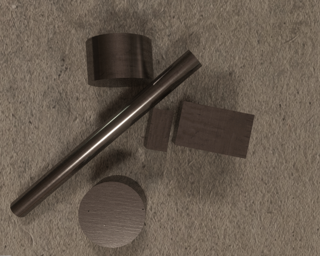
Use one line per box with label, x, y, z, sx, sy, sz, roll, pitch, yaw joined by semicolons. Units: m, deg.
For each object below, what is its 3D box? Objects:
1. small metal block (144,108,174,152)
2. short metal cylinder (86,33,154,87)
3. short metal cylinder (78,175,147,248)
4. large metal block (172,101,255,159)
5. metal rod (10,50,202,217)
small metal block;-0.003;0.002;0.396;0.025;0.050;0.050;10;90;-7
short metal cylinder;-0.049;-0.080;0.382;0.081;0.080;0.050;-3;90;-1
short metal cylinder;-0.058;0.104;0.397;0.081;0.050;0.079;0;90;-1
large metal block;0.061;0.002;0.383;0.080;0.080;0.050;11;90;-1
metal rod;-0.073;0.012;0.386;0.300;0.025;0.025;-40;91;9
